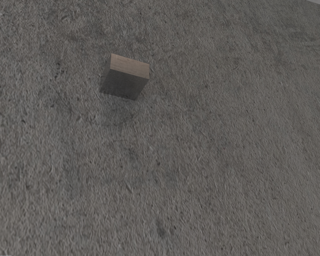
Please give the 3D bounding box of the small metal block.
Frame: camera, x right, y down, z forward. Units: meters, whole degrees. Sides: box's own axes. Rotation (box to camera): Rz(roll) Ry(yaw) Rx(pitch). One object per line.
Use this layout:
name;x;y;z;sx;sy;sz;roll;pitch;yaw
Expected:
small metal block;-0.047;-0.064;0.401;0.050;0.050;0.025;12;57;-22
